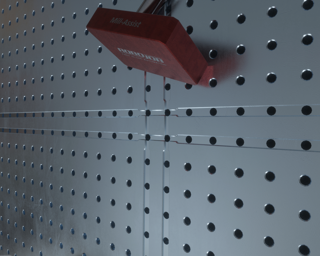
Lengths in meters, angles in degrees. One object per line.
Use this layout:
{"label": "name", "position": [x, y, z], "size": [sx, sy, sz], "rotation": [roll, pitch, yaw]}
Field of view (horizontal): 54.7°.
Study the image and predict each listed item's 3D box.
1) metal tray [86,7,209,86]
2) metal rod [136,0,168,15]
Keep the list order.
{"label": "metal tray", "position": [-0.016, -0.099, 0.375], "size": [0.130, 0.090, 0.030], "rotation": [23, 81, 37]}
{"label": "metal rod", "position": [0.057, -0.239, 0.360], "size": [0.299, 0.025, 0.025], "rotation": [-48, 62, 29]}
